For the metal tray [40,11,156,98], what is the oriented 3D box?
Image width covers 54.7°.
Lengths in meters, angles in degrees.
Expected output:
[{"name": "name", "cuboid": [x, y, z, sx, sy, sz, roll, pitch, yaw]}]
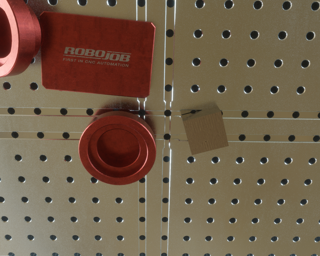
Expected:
[{"name": "metal tray", "cuboid": [-0.074, -0.088, 0.377, 0.131, 0.030, 0.089, 5, 110, -3]}]

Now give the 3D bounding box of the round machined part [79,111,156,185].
[{"name": "round machined part", "cuboid": [-0.054, 0.023, 0.412, 0.099, 0.042, 0.097, 0, 110, -1]}]

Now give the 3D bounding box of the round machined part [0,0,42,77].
[{"name": "round machined part", "cuboid": [-0.174, -0.108, 0.348, 0.098, 0.042, 0.097, 9, 109, 27]}]

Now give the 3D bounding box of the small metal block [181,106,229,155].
[{"name": "small metal block", "cuboid": [0.060, 0.003, 0.416, 0.050, 0.025, 0.050, -15, 110, 5]}]
